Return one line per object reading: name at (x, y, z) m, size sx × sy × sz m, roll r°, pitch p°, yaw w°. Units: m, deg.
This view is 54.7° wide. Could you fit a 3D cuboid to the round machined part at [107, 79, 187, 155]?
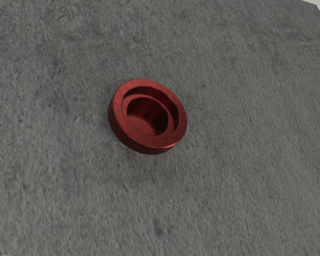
round machined part at (-0.019, -0.010, 0.390) m, size 0.099 × 0.042 × 0.098 m, roll 14°, pitch 56°, yaw -21°
